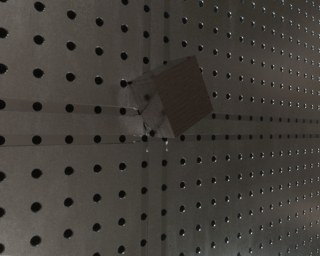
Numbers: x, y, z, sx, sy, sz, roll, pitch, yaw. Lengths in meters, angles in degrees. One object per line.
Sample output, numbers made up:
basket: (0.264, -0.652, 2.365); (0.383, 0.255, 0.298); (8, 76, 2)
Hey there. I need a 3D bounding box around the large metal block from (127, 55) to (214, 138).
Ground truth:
large metal block: (0.016, -0.041, 0.408); (0.081, 0.050, 0.080); (-34, 111, -35)
